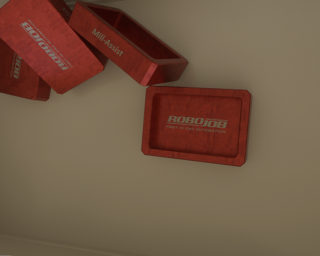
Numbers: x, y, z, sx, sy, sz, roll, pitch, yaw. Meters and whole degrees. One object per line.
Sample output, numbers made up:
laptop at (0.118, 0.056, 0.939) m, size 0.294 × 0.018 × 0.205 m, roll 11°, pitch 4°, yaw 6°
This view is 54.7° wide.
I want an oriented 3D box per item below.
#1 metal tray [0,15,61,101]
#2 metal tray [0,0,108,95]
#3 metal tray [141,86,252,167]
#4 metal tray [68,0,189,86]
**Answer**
metal tray at (-0.208, -0.113, 0.479) m, size 0.090 × 0.030 × 0.129 m, roll 13°, pitch 94°, yaw 19°
metal tray at (-0.143, -0.115, 0.410) m, size 0.090 × 0.030 × 0.130 m, roll -24°, pitch 124°, yaw 25°
metal tray at (0.045, -0.005, 0.391) m, size 0.130 × 0.030 × 0.089 m, roll 5°, pitch 92°, yaw 19°
metal tray at (-0.037, -0.106, 0.385) m, size 0.130 × 0.091 × 0.030 m, roll 41°, pitch 118°, yaw 15°
